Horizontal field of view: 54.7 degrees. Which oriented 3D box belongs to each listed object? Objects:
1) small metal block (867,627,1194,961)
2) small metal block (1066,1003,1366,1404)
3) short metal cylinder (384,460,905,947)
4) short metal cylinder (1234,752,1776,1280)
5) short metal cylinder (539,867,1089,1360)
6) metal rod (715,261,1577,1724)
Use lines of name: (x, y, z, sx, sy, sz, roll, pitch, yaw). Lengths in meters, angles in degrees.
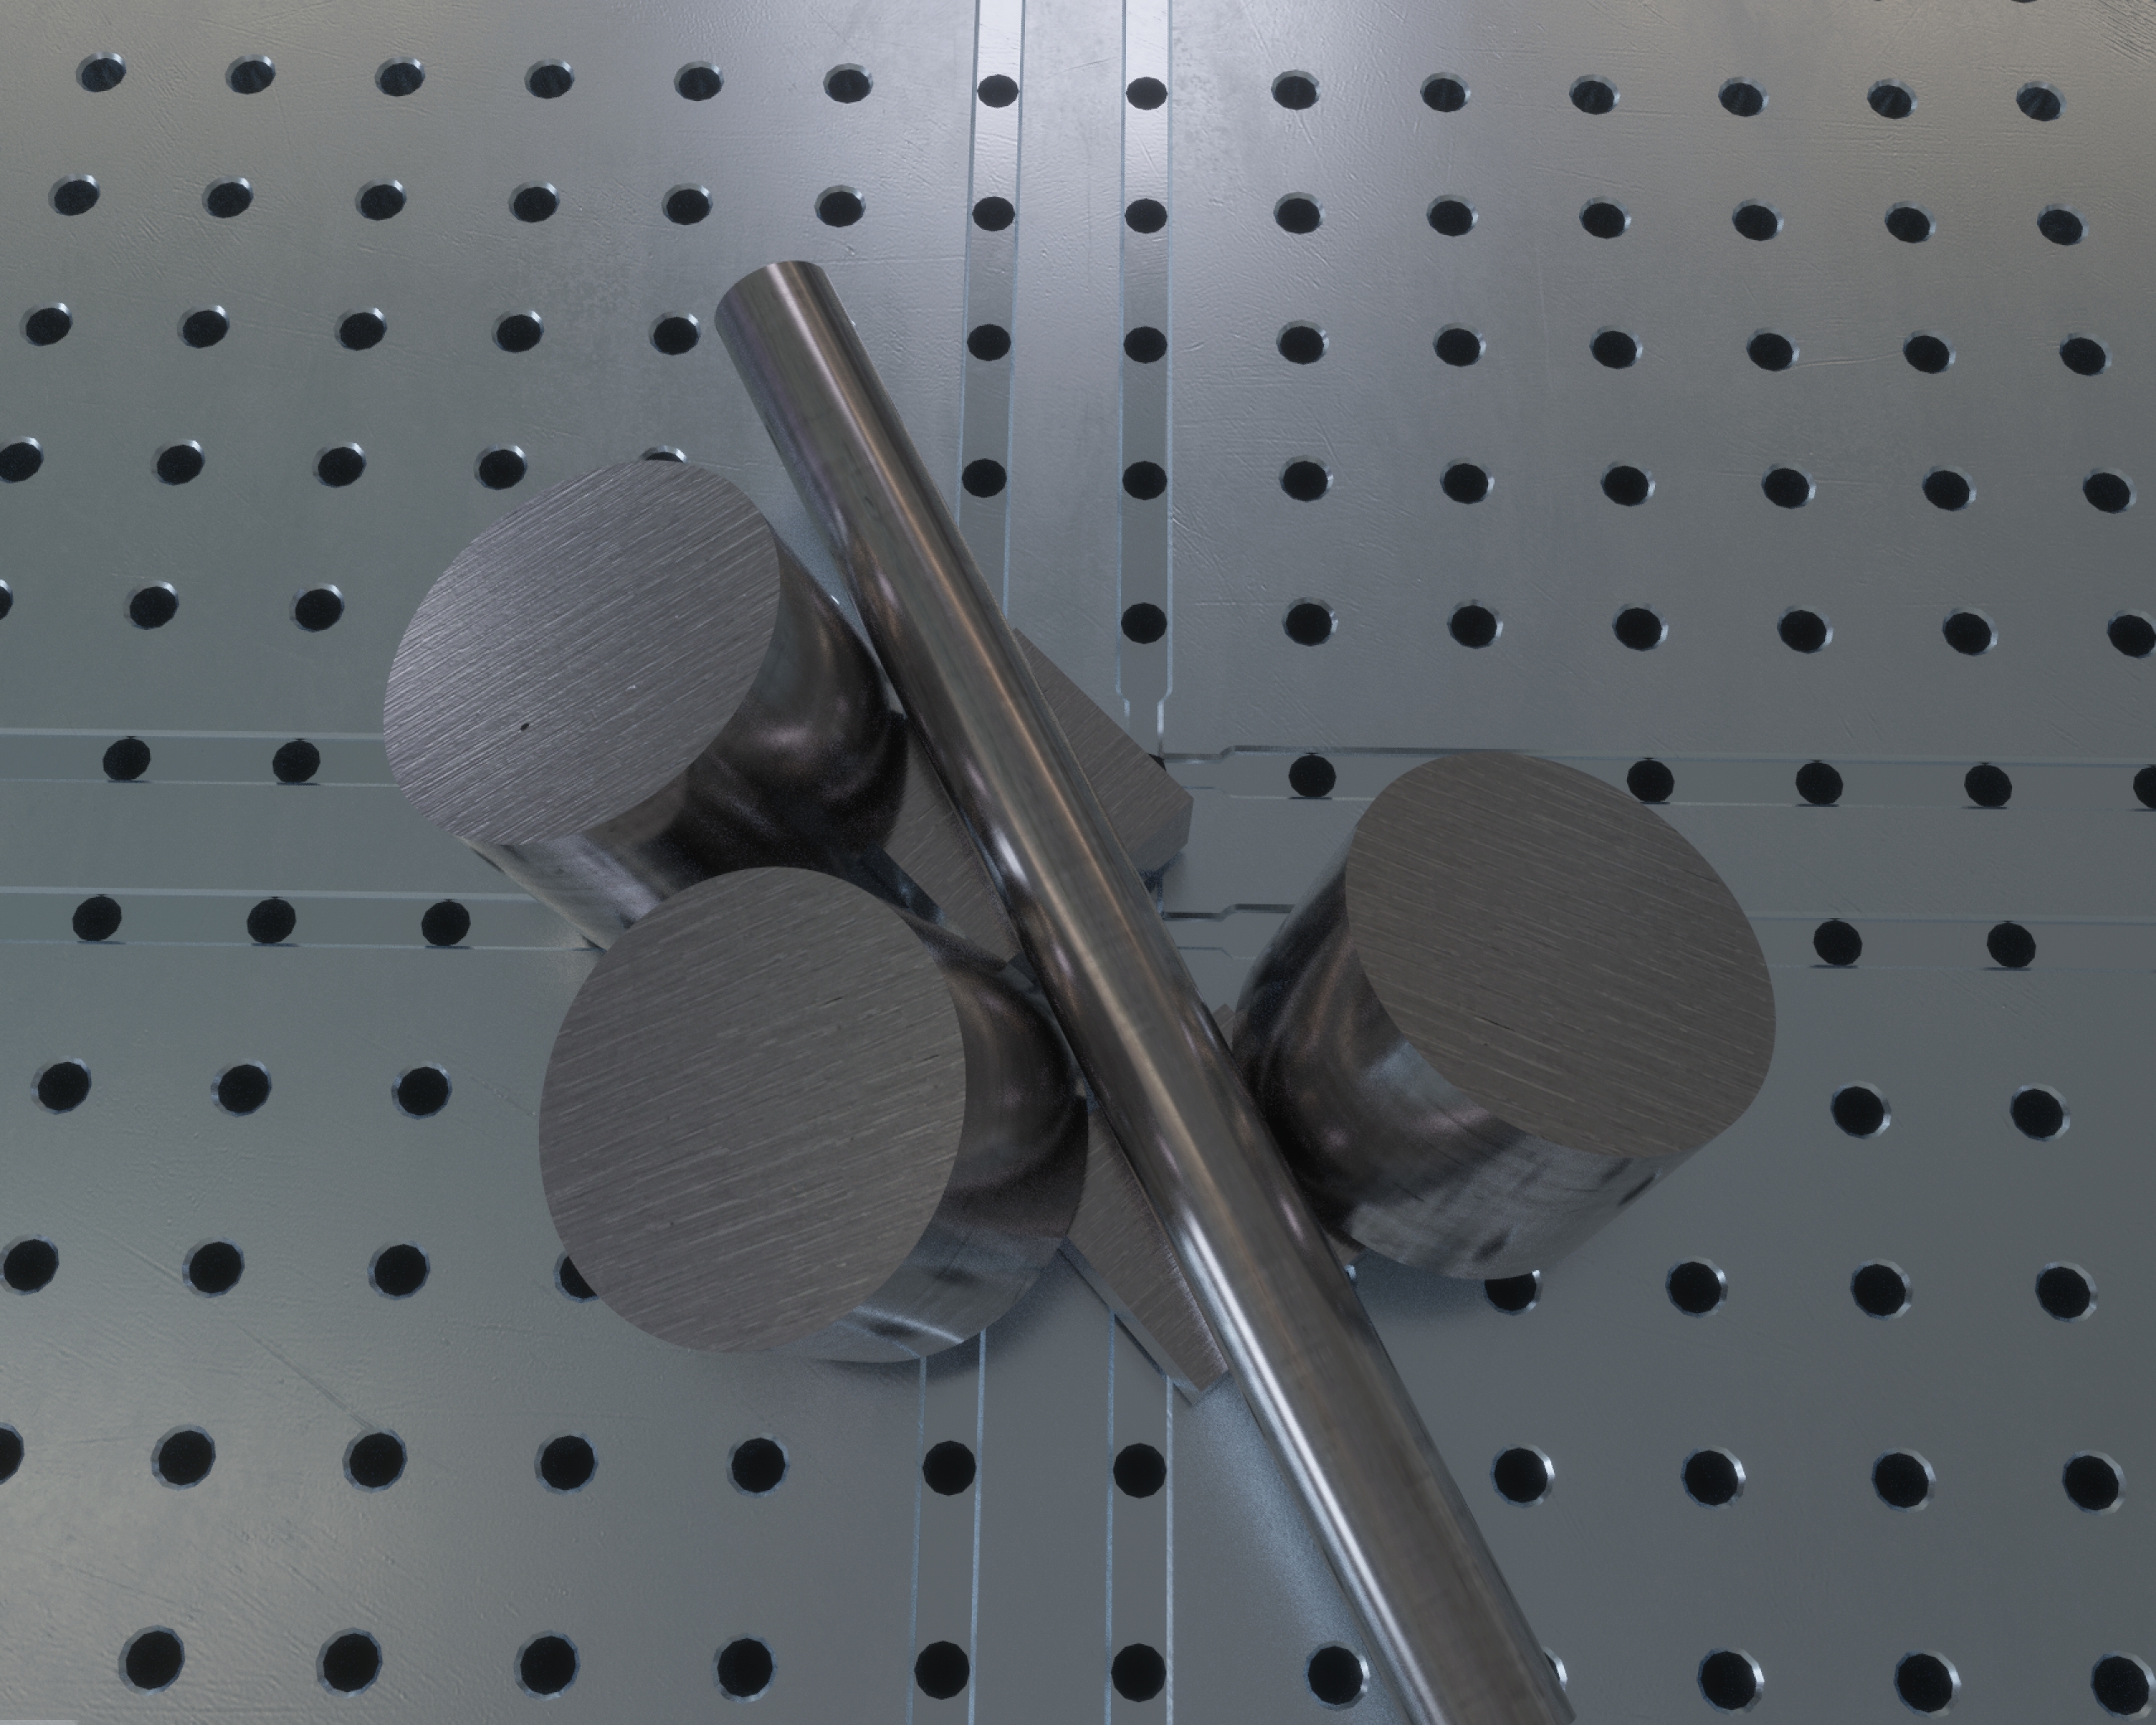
small metal block: (-0.013, -0.009, 0.411, 0.050, 0.025, 0.050, -41, 75, -14)
small metal block: (0.024, 0.063, 0.385, 0.050, 0.025, 0.050, -38, 75, -13)
short metal cylinder: (-0.080, -0.028, 0.389, 0.080, 0.050, 0.080, -10, 60, 18)
short metal cylinder: (0.074, 0.027, 0.372, 0.081, 0.050, 0.080, 11, 53, -15)
short metal cylinder: (-0.045, 0.045, 0.363, 0.080, 0.050, 0.080, -6, 73, 21)
metal rod: (0.003, 0.014, 0.376, 0.025, 0.025, 0.299, -24, 72, -9)
